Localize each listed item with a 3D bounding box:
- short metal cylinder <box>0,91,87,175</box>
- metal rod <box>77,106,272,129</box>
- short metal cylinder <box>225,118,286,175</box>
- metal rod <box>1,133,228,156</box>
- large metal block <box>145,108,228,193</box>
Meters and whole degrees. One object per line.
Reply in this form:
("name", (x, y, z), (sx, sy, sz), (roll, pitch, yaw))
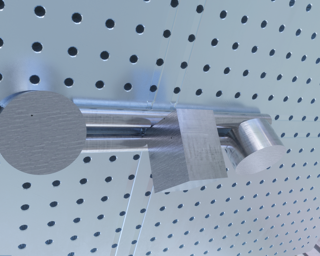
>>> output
("short metal cylinder", (-0.121, 0.002, 0.312), (0.081, 0.050, 0.079), (-4, 97, -28))
("metal rod", (0.037, -0.012, 0.423), (0.303, 0.025, 0.025), (1, 118, -29))
("short metal cylinder", (0.142, 0.030, 0.474), (0.081, 0.050, 0.080), (-14, 145, -10))
("metal rod", (-0.036, 0.018, 0.402), (0.303, 0.025, 0.025), (0, 118, -29))
("large metal block", (0.028, 0.030, 0.370), (0.050, 0.080, 0.080), (1, 160, -29))
